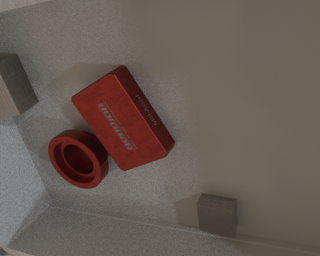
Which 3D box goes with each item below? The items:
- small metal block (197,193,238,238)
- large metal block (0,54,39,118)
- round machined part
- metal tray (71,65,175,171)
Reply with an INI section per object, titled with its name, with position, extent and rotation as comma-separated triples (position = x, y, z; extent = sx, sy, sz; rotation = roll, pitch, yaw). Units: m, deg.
[small metal block]
position = 0.082, 0.124, 0.441
extent = 0.050, 0.025, 0.050
rotation = 5, 121, 25
[large metal block]
position = -0.248, -0.060, 0.472
extent = 0.080, 0.050, 0.080
rotation = -8, 115, 17
[round machined part]
position = -0.122, 0.044, 0.487
extent = 0.098, 0.042, 0.097
rotation = 13, 124, 20
[metal tray]
position = -0.051, -0.009, 0.425
extent = 0.090, 0.030, 0.130
rotation = -23, 106, 36
